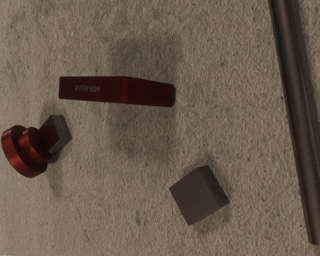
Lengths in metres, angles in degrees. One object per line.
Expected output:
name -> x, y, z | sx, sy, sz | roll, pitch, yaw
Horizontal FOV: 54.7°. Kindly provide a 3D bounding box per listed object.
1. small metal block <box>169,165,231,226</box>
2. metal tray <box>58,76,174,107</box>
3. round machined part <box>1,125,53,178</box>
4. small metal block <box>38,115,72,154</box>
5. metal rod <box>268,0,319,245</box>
small metal block -> 0.046, 0.080, 0.366 | 0.050, 0.025, 0.050 | -43, 65, 31
metal tray -> -0.059, -0.048, 0.408 | 0.130, 0.091, 0.030 | 8, 95, 39
round machined part -> -0.231, 0.037, 0.555 | 0.042, 0.098, 0.098 | -28, 70, 3
small metal block -> -0.189, 0.011, 0.558 | 0.050, 0.025, 0.050 | -40, 66, 32
metal rod -> 0.130, -0.044, 0.296 | 0.025, 0.025, 0.298 | -12, 83, 39
